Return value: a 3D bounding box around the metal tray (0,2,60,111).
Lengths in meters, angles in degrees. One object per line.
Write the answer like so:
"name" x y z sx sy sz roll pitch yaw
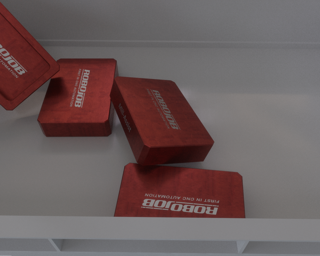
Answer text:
"metal tray" -0.208 -0.098 0.401 0.090 0.130 0.030 -44 20 -8

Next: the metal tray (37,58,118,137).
"metal tray" -0.110 -0.047 0.441 0.091 0.030 0.130 0 50 -1

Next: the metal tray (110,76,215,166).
"metal tray" -0.002 -0.013 0.387 0.091 0.030 0.130 0 42 -28

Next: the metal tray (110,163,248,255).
"metal tray" 0.021 0.087 0.329 0.131 0.030 0.090 5 50 4
